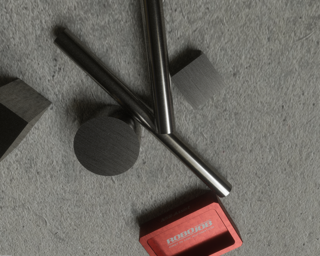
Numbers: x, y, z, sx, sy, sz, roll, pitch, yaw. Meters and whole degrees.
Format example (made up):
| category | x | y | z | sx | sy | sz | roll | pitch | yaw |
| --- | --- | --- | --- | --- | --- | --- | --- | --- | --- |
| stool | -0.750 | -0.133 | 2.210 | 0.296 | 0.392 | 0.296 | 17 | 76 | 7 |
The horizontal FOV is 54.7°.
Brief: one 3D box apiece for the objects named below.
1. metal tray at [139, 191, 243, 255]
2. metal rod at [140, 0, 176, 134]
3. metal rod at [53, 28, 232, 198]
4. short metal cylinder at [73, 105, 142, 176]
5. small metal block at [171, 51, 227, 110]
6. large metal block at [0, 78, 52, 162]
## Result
| category | x | y | z | sx | sy | sz | roll | pitch | yaw |
| --- | --- | --- | --- | --- | --- | --- | --- | --- | --- |
| metal tray | 0.045 | 0.162 | 0.467 | 0.130 | 0.030 | 0.090 | -29 | 108 | 9 |
| metal rod | -0.009 | -0.139 | 0.346 | 0.025 | 0.025 | 0.298 | -6 | 106 | 2 |
| metal rod | -0.012 | -0.010 | 0.405 | 0.025 | 0.025 | 0.300 | -43 | 105 | 14 |
| short metal cylinder | -0.065 | 0.015 | 0.401 | 0.081 | 0.050 | 0.079 | 0 | 110 | -1 |
| small metal block | 0.047 | -0.060 | 0.388 | 0.050 | 0.025 | 0.050 | -36 | 107 | 12 |
| large metal block | -0.187 | -0.007 | 0.375 | 0.050 | 0.080 | 0.080 | 39 | 105 | -14 |
